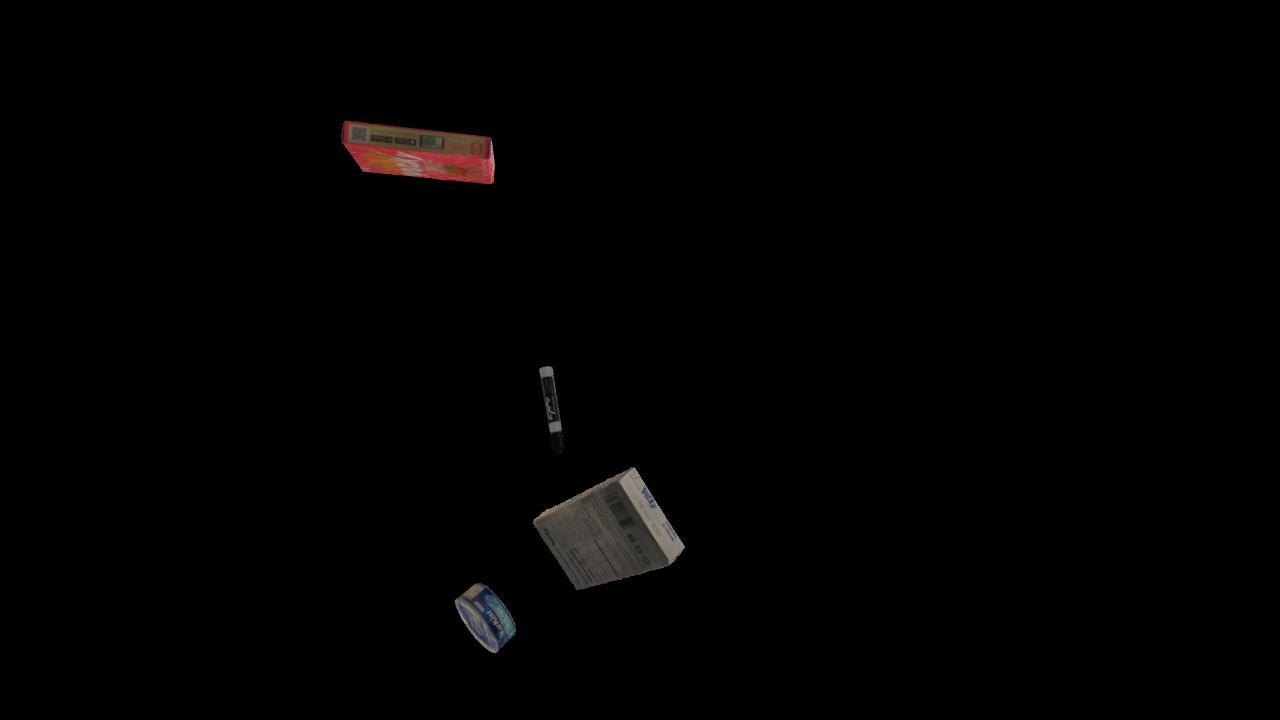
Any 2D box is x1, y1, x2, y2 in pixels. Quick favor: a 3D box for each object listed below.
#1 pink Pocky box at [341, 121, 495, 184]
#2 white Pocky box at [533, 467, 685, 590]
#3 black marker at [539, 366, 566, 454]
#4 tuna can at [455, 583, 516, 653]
[{"bbox_3d":[-0.247,-0.234,0.701,0.155,0.029,0.084,3,-4,-11],"label":"pink Pocky box"},{"bbox_3d":[-0.034,0.159,0.561,0.028,0.084,0.154,-31,-3,-45],"label":"white Pocky box"},{"bbox_3d":[-0.120,0.068,0.843,0.020,0.121,0.020,-11,-15,-3],"label":"black marker"},{"bbox_3d":[-0.196,0.327,0.783,0.084,0.084,0.034,0,27,47],"label":"tuna can"}]
